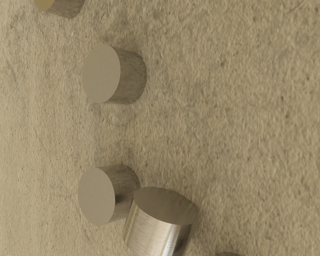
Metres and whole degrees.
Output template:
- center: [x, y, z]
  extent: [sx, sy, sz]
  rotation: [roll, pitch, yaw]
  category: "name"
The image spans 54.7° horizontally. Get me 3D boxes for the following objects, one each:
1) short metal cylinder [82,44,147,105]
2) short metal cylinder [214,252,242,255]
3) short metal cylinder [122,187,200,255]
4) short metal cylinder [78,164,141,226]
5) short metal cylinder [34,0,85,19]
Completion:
- center: [-0.065, -0.074, 0.440]
  extent: [0.080, 0.050, 0.079]
  rotation: [0, 90, 39]
  category: "short metal cylinder"
- center: [0.069, 0.181, 0.331]
  extent: [0.080, 0.050, 0.079]
  rotation: [0, 90, 39]
  category: "short metal cylinder"
- center: [0.001, 0.112, 0.367]
  extent: [0.080, 0.081, 0.050]
  rotation: [28, 107, 36]
  category: "short metal cylinder"
- center: [-0.073, 0.094, 0.447]
  extent: [0.080, 0.050, 0.079]
  rotation: [0, 90, 39]
  category: "short metal cylinder"
- center: [-0.170, -0.233, 0.526]
  extent: [0.080, 0.050, 0.079]
  rotation: [0, 90, 39]
  category: "short metal cylinder"
